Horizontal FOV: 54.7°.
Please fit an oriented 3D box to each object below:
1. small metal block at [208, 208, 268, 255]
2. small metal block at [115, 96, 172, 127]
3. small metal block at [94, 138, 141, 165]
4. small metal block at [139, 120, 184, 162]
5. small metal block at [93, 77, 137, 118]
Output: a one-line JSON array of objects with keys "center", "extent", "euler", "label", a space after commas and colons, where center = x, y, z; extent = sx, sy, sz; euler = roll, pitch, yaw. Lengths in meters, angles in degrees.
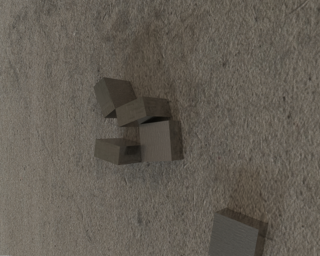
[{"center": [0.084, 0.121, 0.336], "extent": [0.050, 0.025, 0.050], "euler": [13, 98, 39], "label": "small metal block"}, {"center": [-0.021, -0.020, 0.406], "extent": [0.050, 0.050, 0.025], "euler": [-19, 78, 38], "label": "small metal block"}, {"center": [-0.056, 0.032, 0.435], "extent": [0.050, 0.050, 0.025], "euler": [13, 99, 39], "label": "small metal block"}, {"center": [0.001, 0.018, 0.404], "extent": [0.050, 0.025, 0.050], "euler": [-7, 86, 39], "label": "small metal block"}, {"center": [-0.060, -0.041, 0.438], "extent": [0.025, 0.050, 0.050], "euler": [-35, 69, 35], "label": "small metal block"}]
